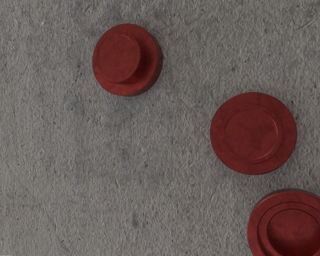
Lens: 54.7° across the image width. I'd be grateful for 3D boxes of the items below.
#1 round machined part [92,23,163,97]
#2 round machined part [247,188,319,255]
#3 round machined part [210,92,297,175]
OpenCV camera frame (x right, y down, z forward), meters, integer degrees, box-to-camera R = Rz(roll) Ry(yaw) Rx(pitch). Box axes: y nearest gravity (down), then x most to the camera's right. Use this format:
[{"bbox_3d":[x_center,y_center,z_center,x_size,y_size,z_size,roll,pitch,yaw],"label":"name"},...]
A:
[{"bbox_3d":[-0.049,-0.093,0.417,0.098,0.042,0.097,0,90,20],"label":"round machined part"},{"bbox_3d":[0.150,0.116,0.347,0.098,0.042,0.097,0,90,20],"label":"round machined part"},{"bbox_3d":[0.107,0.007,0.362,0.098,0.042,0.097,0,90,20],"label":"round machined part"}]
